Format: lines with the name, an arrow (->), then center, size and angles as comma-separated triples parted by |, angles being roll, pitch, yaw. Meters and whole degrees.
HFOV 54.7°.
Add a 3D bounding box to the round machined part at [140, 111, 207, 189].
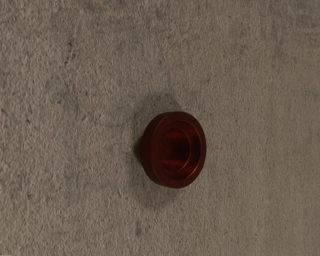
round machined part -> 0.013, 0.028, 0.407 | 0.099, 0.042, 0.097 | 0, 90, -40
